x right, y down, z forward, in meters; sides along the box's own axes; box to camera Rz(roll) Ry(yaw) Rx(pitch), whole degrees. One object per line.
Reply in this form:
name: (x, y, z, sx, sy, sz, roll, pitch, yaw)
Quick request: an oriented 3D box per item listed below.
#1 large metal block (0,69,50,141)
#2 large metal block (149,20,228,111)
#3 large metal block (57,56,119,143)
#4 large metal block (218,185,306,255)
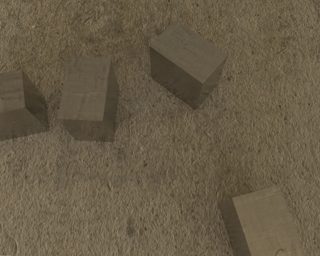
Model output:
large metal block: (-0.194, -0.024, 0.386, 0.081, 0.080, 0.050, -12, 71, -5)
large metal block: (0.034, -0.079, 0.408, 0.080, 0.080, 0.050, 38, 75, 12)
large metal block: (-0.085, -0.033, 0.390, 0.050, 0.080, 0.080, 3, 70, 1)
large metal block: (0.107, 0.114, 0.338, 0.050, 0.080, 0.080, -14, 71, -5)
